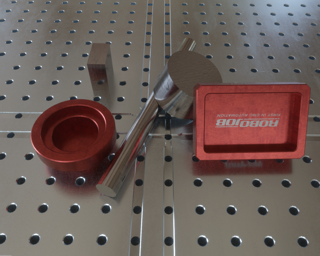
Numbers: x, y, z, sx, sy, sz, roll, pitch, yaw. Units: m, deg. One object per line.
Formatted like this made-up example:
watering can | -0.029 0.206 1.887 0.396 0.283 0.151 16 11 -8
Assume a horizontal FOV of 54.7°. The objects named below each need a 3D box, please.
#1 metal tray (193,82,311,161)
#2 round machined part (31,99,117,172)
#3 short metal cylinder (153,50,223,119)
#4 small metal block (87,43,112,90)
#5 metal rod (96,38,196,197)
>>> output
metal tray | 0.107 -0.009 0.374 0.131 0.089 0.030 -1 13 -1
round machined part | -0.103 0.013 0.385 0.099 0.042 0.098 0 50 0
short metal cylinder | 0.037 -0.059 0.424 0.081 0.050 0.080 12 57 -19
small metal block | -0.089 -0.092 0.468 0.025 0.050 0.050 1 50 1
metal rod | -0.005 -0.036 0.437 0.025 0.025 0.301 17 52 13
